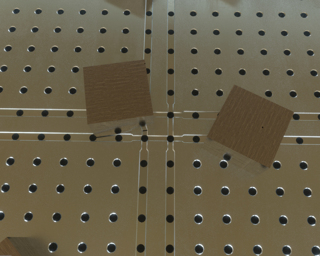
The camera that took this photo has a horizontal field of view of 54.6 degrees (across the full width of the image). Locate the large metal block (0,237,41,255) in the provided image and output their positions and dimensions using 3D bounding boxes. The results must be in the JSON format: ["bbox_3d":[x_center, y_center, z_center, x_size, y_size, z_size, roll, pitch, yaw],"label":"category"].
[{"bbox_3d":[-0.163,0.177,0.333,0.080,0.050,0.080,-42,75,-14],"label":"large metal block"}]

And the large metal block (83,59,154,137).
[{"bbox_3d":[-0.054,-0.039,0.412,0.080,0.050,0.080,-8,70,-3],"label":"large metal block"}]

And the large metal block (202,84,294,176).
[{"bbox_3d":[0.110,0.004,0.398,0.080,0.050,0.080,27,72,9],"label":"large metal block"}]
